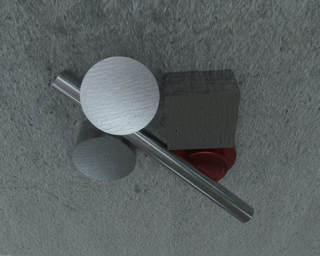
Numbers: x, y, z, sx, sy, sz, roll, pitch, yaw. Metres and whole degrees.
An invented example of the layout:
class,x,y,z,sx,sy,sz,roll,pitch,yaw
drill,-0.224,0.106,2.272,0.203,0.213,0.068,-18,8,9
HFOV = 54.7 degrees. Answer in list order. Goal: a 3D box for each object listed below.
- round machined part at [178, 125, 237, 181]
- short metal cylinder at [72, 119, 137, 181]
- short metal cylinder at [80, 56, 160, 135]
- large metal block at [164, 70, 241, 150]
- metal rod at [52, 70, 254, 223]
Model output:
class,x,y,z,sx,sy,sz,roll,pitch,yaw
round machined part,0.058,0.044,0.434,0.099,0.042,0.097,0,130,0
short metal cylinder,-0.071,0.025,0.414,0.081,0.050,0.079,0,130,0
short metal cylinder,-0.045,-0.034,0.338,0.081,0.050,0.079,-1,92,-14
large metal block,0.047,-0.021,0.372,0.080,0.050,0.079,-3,130,2
metal rod,0.000,0.030,0.390,0.301,0.025,0.025,37,122,-12
